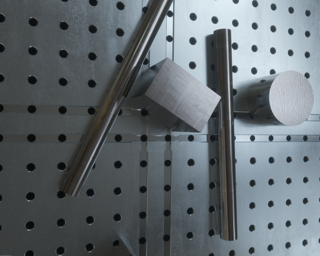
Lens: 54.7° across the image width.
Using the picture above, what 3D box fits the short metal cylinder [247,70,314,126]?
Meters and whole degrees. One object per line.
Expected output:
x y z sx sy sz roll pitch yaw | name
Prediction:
0.180 -0.043 0.465 0.081 0.050 0.080 0 90 -20 | short metal cylinder

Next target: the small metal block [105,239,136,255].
-0.053 0.172 0.380 0.050 0.050 0.025 -42 104 -15 | small metal block

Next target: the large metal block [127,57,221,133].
0.014 -0.037 0.388 0.080 0.080 0.050 33 79 -17 | large metal block

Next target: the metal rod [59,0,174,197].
-0.048 -0.057 0.394 0.025 0.025 0.299 27 81 -18 | metal rod

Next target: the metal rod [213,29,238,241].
0.095 0.010 0.447 0.025 0.025 0.298 -2 91 -20 | metal rod
